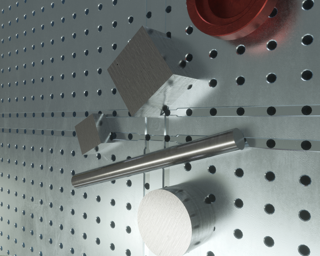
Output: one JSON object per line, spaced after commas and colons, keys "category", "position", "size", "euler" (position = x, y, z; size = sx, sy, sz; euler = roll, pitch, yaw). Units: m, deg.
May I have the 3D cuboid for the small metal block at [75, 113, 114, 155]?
{"category": "small metal block", "position": [-0.106, 0.010, 0.494], "size": [0.050, 0.025, 0.050], "euler": [-30, 72, 35]}

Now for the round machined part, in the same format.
{"category": "round machined part", "position": [0.080, -0.143, 0.331], "size": [0.098, 0.042, 0.097], "euler": [0, 90, 39]}

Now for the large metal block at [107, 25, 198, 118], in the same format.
{"category": "large metal block", "position": [-0.012, -0.070, 0.401], "size": [0.080, 0.050, 0.080], "euler": [-43, 64, 31]}

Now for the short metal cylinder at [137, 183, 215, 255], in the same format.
{"category": "short metal cylinder", "position": [0.019, 0.111, 0.376], "size": [0.080, 0.050, 0.079], "euler": [0, 90, 39]}

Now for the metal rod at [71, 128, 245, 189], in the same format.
{"category": "metal rod", "position": [-0.026, 0.051, 0.428], "size": [0.299, 0.025, 0.025], "euler": [-19, 78, 38]}
